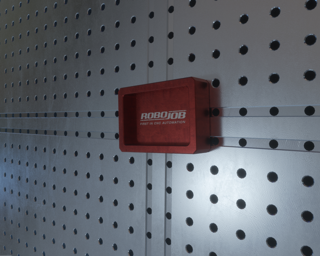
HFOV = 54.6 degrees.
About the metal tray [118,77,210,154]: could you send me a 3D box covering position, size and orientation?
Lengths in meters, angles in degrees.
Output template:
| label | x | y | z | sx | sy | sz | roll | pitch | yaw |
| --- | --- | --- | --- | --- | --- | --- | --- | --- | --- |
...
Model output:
| label | x | y | z | sx | sy | sz | roll | pitch | yaw |
| --- | --- | --- | --- | --- | --- | --- | --- | --- | --- |
| metal tray | 0.001 | -0.013 | 0.406 | 0.130 | 0.030 | 0.090 | -2 | 89 | 40 |
